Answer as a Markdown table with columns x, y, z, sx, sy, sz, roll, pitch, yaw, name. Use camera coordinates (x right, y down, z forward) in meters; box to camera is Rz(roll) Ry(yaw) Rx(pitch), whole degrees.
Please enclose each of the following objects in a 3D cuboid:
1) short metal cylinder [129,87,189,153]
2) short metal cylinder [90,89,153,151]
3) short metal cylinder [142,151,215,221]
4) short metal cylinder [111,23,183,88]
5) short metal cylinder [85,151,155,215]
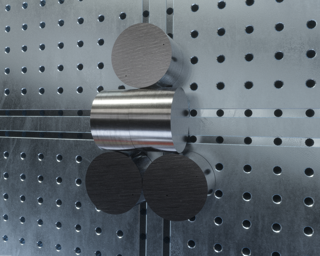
| x | y | z | sx | sy | sz | roll | pitch | yaw | name |
| --- | --- | --- | --- | --- | --- | --- | --- | --- | --- |
| 0.001 | -0.010 | 0.383 | 0.050 | 0.080 | 0.079 | 0 | 90 | 20 | short metal cylinder |
| -0.046 | -0.010 | 0.399 | 0.050 | 0.080 | 0.079 | 0 | 90 | 20 | short metal cylinder |
| 0.025 | 0.070 | 0.388 | 0.080 | 0.050 | 0.079 | 0 | 90 | 19 | short metal cylinder |
| -0.015 | -0.089 | 0.404 | 0.080 | 0.050 | 0.079 | 0 | 90 | 19 | short metal cylinder |
| -0.051 | 0.070 | 0.415 | 0.080 | 0.050 | 0.079 | 0 | 90 | 19 | short metal cylinder |
